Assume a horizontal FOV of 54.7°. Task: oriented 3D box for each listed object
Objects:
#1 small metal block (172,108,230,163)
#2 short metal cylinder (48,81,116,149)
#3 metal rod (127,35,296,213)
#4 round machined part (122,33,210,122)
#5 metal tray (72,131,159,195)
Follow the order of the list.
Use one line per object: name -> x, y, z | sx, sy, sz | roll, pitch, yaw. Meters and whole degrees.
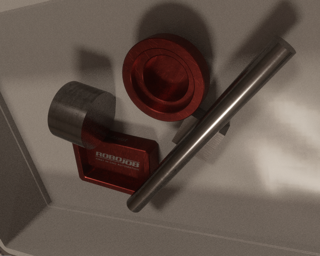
small metal block -> 0.050, 0.007, 0.386 | 0.050, 0.025, 0.050 | 33, 129, 6
short metal cylinder -> -0.102, -0.017, 0.414 | 0.050, 0.080, 0.079 | 20, 126, 16
metal rod -> 0.037, 0.019, 0.366 | 0.025, 0.025, 0.298 | 39, 126, 1
round machined part -> 0.010, -0.060, 0.355 | 0.098, 0.042, 0.097 | 13, 124, 20
metal tray -> -0.067, 0.051, 0.470 | 0.130, 0.030, 0.089 | 11, 123, 21
